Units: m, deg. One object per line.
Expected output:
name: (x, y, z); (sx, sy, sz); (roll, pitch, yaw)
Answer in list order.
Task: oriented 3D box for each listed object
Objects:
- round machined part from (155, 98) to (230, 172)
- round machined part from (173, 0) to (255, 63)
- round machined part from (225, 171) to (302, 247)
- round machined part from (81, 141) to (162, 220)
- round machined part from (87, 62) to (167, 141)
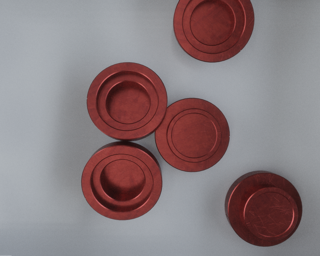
round machined part: (0.042, 0.009, 0.404); (0.099, 0.042, 0.097); (0, 90, -1)
round machined part: (0.066, -0.134, 0.396); (0.099, 0.042, 0.097); (0, 104, 1)
round machined part: (0.138, 0.107, 0.405); (0.099, 0.042, 0.097); (0, 90, -1)
round machined part: (-0.047, 0.064, 0.396); (0.099, 0.042, 0.097); (0, 102, -1)
round machined part: (-0.040, -0.031, 0.397); (0.099, 0.042, 0.097); (0, 81, 0)
